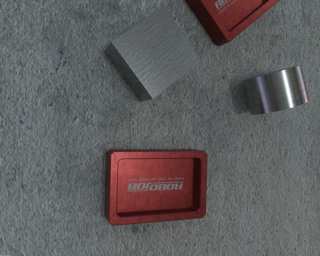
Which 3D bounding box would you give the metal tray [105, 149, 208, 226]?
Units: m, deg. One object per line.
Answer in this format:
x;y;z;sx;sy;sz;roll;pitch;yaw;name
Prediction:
-0.004;0.074;0.404;0.131;0.030;0.089;2;90;-20;metal tray

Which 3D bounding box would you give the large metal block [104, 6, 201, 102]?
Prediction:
-0.010;-0.090;0.392;0.080;0.050;0.080;-40;103;-16;large metal block

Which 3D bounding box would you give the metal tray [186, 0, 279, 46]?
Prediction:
0.109;-0.192;0.446;0.130;0.030;0.090;-41;103;-15;metal tray

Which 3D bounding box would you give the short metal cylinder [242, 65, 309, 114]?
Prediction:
0.163;-0.054;0.440;0.081;0.080;0.050;-18;96;-19;short metal cylinder
